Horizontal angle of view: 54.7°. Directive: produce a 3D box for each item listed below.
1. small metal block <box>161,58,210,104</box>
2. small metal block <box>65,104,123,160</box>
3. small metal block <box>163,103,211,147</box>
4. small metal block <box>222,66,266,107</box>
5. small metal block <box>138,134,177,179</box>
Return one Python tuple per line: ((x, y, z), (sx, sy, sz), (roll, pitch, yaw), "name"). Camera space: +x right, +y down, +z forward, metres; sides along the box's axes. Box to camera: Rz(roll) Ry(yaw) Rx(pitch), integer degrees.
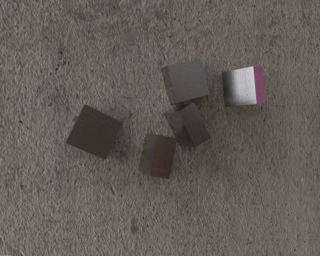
((0.034, -0.063, 0.421), (0.050, 0.025, 0.050), (-16, 96, -19), "small metal block")
((-0.081, 0.005, 0.379), (0.050, 0.025, 0.050), (27, 81, -18), "small metal block")
((0.035, -0.004, 0.408), (0.025, 0.050, 0.050), (-30, 100, -18), "small metal block")
((0.117, -0.057, 0.436), (0.025, 0.050, 0.050), (-8, 93, -44), "small metal block")
((-0.004, 0.035, 0.394), (0.025, 0.050, 0.050), (14, 86, -20), "small metal block")
